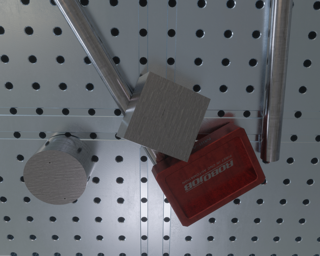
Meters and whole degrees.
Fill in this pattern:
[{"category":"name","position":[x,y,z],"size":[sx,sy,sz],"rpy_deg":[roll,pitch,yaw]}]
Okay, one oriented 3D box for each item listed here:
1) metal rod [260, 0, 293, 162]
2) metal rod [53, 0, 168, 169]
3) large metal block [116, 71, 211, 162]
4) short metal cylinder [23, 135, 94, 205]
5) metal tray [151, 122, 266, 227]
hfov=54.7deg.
[{"category":"metal rod","position":[0.144,-0.098,0.378],"size":[0.025,0.025,0.298],"rpy_deg":[-3,110,1]},{"category":"metal rod","position":[-0.061,-0.065,0.388],"size":[0.025,0.025,0.299],"rpy_deg":[-27,108,9]},{"category":"large metal block","position":[0.003,-0.012,0.375],"size":[0.080,0.050,0.080],"rpy_deg":[22,85,-17]},{"category":"short metal cylinder","position":[-0.134,0.056,0.419],"size":[0.081,0.050,0.079],"rpy_deg":[0,110,0]},{"category":"metal tray","position":[0.066,0.062,0.418],"size":[0.131,0.030,0.090],"rpy_deg":[-29,108,-4]}]
